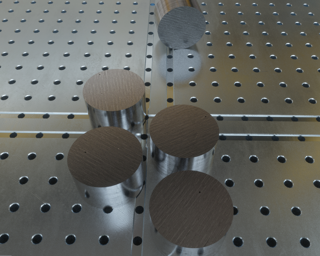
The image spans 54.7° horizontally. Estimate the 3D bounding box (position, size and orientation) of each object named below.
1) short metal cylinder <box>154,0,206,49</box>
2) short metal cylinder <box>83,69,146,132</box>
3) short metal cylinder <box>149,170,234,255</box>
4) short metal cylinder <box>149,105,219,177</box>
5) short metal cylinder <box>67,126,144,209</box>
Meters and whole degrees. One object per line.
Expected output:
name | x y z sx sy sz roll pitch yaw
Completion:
short metal cylinder | 0.033 -0.182 0.525 0.081 0.080 0.050 -6 51 -5
short metal cylinder | -0.059 -0.035 0.420 0.081 0.050 0.080 0 50 0
short metal cylinder | 0.030 0.090 0.315 0.081 0.050 0.080 0 50 0
short metal cylinder | 0.028 0.017 0.377 0.081 0.050 0.080 0 50 0
short metal cylinder | -0.059 0.045 0.353 0.081 0.050 0.080 0 50 0
